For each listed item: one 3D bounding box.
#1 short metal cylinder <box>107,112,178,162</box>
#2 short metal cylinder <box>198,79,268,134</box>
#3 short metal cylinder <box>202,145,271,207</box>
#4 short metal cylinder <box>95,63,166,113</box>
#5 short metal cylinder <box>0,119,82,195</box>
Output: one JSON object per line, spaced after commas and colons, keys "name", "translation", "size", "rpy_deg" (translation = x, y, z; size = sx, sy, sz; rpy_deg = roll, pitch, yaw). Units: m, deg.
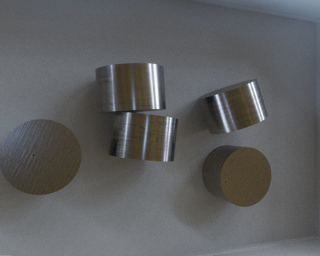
{"name": "short metal cylinder", "translation": [-0.020, 0.010, 0.374], "size": [0.081, 0.080, 0.050], "rpy_deg": [7, 88, -20]}
{"name": "short metal cylinder", "translation": [0.098, -0.029, 0.417], "size": [0.081, 0.080, 0.050], "rpy_deg": [-22, 98, -19]}
{"name": "short metal cylinder", "translation": [0.107, 0.065, 0.437], "size": [0.081, 0.050, 0.080], "rpy_deg": [0, 90, -20]}
{"name": "short metal cylinder", "translation": [-0.034, -0.045, 0.368], "size": [0.081, 0.080, 0.050], "rpy_deg": [-4, 92, -20]}
{"name": "short metal cylinder", "translation": [-0.132, 0.030, 0.348], "size": [0.081, 0.050, 0.080], "rpy_deg": [0, 90, -20]}
